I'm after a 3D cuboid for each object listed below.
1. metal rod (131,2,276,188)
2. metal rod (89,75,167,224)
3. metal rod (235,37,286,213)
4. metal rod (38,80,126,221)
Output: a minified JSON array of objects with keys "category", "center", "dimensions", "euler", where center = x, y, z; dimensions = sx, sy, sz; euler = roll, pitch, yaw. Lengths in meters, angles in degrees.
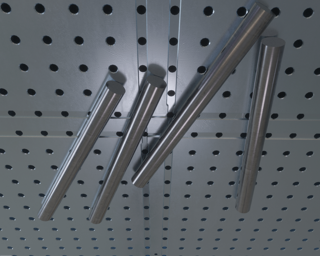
[{"category":"metal rod","center":[0.036,-0.018,0.395],"dimensions":[0.025,0.025,0.298],"euler":[22,127,-18]},{"category":"metal rod","center":[-0.058,0.051,0.454],"dimensions":[0.025,0.025,0.298],"euler":[17,128,-14]},{"category":"metal rod","center":[0.131,0.021,0.429],"dimensions":[0.025,0.025,0.298],"euler":[-3,130,2]},{"category":"metal rod","center":[-0.126,0.051,0.453],"dimensions":[0.025,0.025,0.298],"euler":[23,126,-19]}]
